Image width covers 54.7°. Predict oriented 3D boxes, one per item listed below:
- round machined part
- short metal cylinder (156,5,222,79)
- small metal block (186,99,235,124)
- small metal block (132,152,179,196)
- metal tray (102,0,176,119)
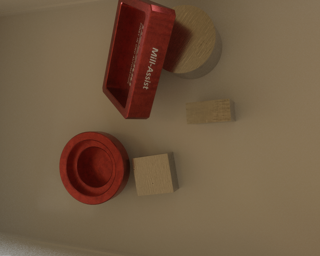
[{"bbox_3d":[-0.086,0.053,0.430,0.098,0.042,0.097,0,90,19],"label":"round machined part"},{"bbox_3d":[0.033,-0.104,0.385,0.080,0.050,0.079,0,90,19],"label":"short metal cylinder"},{"bbox_3d":[0.063,-0.019,0.375,0.050,0.050,0.025,-4,89,19],"label":"small metal block"},{"bbox_3d":[-0.006,0.061,0.412,0.050,0.025,0.050,-10,87,19],"label":"small metal block"},{"bbox_3d":[-0.031,-0.086,0.374,0.090,0.030,0.129,46,128,49],"label":"metal tray"}]
